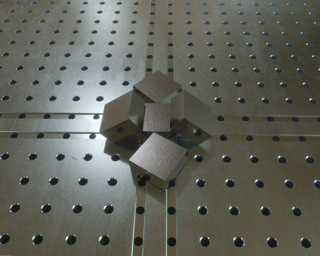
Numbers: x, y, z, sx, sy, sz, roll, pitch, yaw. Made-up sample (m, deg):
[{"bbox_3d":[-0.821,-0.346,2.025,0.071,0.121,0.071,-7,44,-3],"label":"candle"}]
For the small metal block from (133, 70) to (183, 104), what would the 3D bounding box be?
[{"bbox_3d":[-0.003,-0.052,0.452,0.050,0.025,0.050,-36,58,-27],"label":"small metal block"}]

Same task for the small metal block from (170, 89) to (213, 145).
[{"bbox_3d":[0.041,-0.014,0.402,0.050,0.025,0.050,30,43,-28],"label":"small metal block"}]

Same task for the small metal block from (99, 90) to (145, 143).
[{"bbox_3d":[-0.049,-0.015,0.404,0.050,0.025,0.050,-23,44,29],"label":"small metal block"}]

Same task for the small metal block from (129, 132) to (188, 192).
[{"bbox_3d":[-0.001,0.040,0.374,0.050,0.025,0.050,27,55,22],"label":"small metal block"}]

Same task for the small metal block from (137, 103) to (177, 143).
[{"bbox_3d":[-0.003,-0.006,0.413,0.050,0.025,0.050,1,49,1],"label":"small metal block"}]
